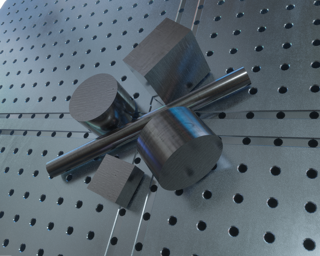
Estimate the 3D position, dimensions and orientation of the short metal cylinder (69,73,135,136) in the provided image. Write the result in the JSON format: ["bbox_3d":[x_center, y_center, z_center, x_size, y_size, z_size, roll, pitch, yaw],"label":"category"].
[{"bbox_3d":[-0.083,-0.032,0.451,0.080,0.050,0.080,-13,56,21],"label":"short metal cylinder"}]

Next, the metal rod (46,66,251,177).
[{"bbox_3d":[-0.024,-0.003,0.418,0.301,0.025,0.025,-25,53,12],"label":"metal rod"}]

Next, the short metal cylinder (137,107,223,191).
[{"bbox_3d":[0.022,0.023,0.343,0.080,0.080,0.050,-40,52,1],"label":"short metal cylinder"}]

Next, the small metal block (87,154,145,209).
[{"bbox_3d":[-0.056,0.066,0.392,0.050,0.025,0.050,16,70,34],"label":"small metal block"}]

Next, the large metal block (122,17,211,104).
[{"bbox_3d":[0.011,-0.083,0.414,0.080,0.080,0.050,-45,51,-3],"label":"large metal block"}]
